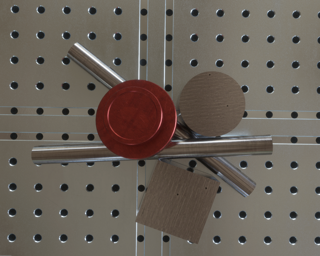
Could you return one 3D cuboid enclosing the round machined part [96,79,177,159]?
[{"bbox_3d":[-0.029,-0.011,0.371,0.099,0.042,0.097,-1,81,5],"label":"round machined part"}]

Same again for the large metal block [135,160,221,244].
[{"bbox_3d":[0.022,0.089,0.399,0.080,0.050,0.080,20,90,-1],"label":"large metal block"}]

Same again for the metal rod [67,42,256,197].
[{"bbox_3d":[0.003,-0.011,0.414,0.300,0.025,0.025,38,90,-1],"label":"metal rod"}]

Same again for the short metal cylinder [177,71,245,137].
[{"bbox_3d":[0.064,-0.029,0.401,0.081,0.050,0.079,0,90,-1],"label":"short metal cylinder"}]

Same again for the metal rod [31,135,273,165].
[{"bbox_3d":[-0.015,0.028,0.395,0.302,0.025,0.025,-3,90,7],"label":"metal rod"}]
